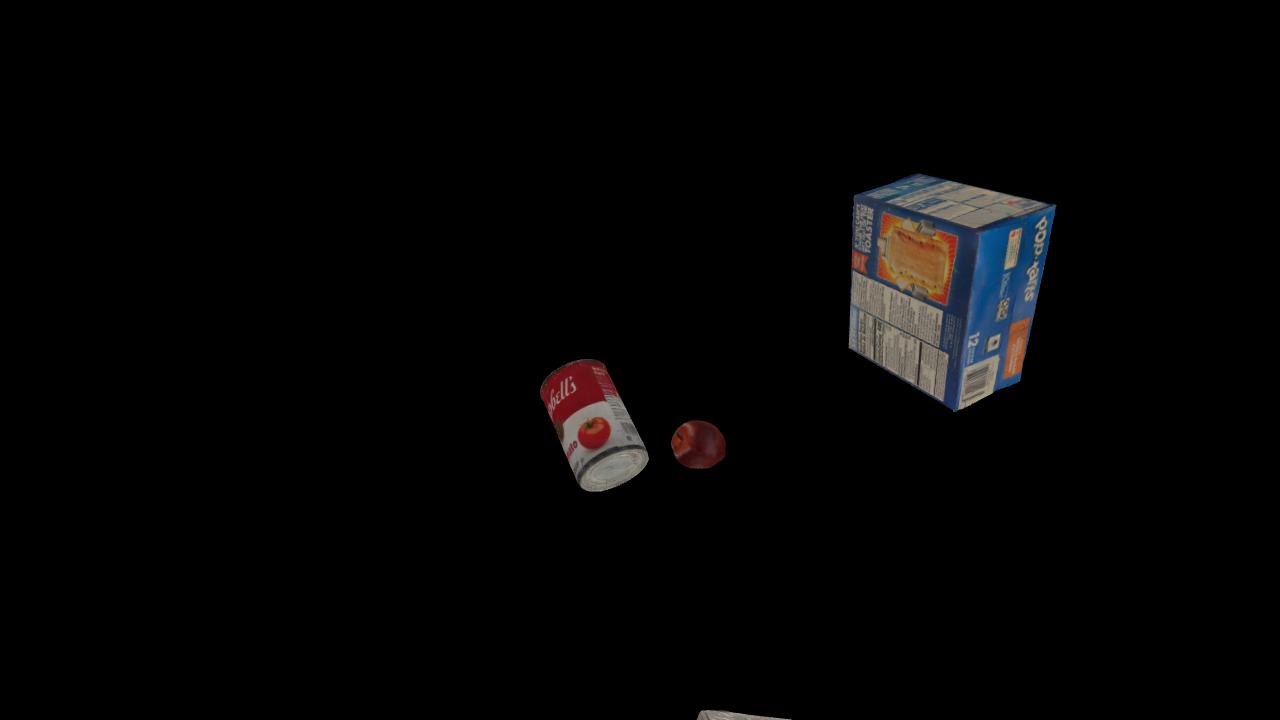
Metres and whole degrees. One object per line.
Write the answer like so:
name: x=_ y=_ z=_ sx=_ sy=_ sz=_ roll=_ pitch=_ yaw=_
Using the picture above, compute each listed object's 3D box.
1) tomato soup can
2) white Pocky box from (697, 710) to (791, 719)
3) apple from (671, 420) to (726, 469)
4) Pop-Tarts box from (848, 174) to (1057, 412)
tomato soup can: x=-0.042 y=0.059 z=0.551 sx=0.068 sy=0.101 sz=0.068 roll=-20 pitch=-33 yaw=-14
white Pocky box: x=0.056 y=0.325 z=0.430 sx=0.084 sy=0.154 sz=0.028 roll=18 pitch=3 yaw=-21
apple: x=0.095 y=0.136 z=0.992 sx=0.093 sy=0.079 sz=0.079 roll=23 pitch=-11 yaw=-28
Pop-Tarts box: x=0.270 y=-0.066 z=0.559 sx=0.083 sy=0.167 sz=0.141 roll=-19 pitch=32 yaw=-17
